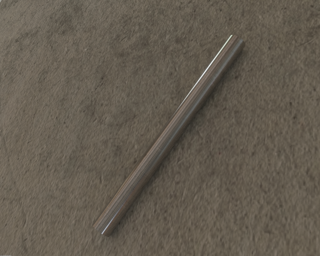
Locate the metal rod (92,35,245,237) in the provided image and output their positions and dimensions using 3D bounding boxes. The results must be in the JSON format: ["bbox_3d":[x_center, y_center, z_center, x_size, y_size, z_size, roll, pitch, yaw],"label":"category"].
[{"bbox_3d":[0.017,0.002,0.392,0.025,0.025,0.300,28,77,37],"label":"metal rod"}]
